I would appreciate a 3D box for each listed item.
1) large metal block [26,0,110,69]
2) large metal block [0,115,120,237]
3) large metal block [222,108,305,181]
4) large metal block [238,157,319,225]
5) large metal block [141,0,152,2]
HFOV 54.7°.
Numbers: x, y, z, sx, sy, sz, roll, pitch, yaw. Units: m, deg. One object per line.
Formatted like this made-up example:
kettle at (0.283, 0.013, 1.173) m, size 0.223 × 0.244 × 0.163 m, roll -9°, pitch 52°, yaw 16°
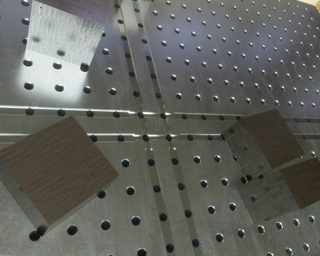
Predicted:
large metal block at (-0.116, -0.131, 0.391) m, size 0.081 × 0.080 × 0.050 m, roll 15°, pitch 56°, yaw -20°
large metal block at (-0.103, 0.046, 0.310) m, size 0.081 × 0.050 × 0.080 m, roll -34°, pitch 81°, yaw -38°
large metal block at (0.154, 0.023, 0.463) m, size 0.081 × 0.050 × 0.080 m, roll -14°, pitch 69°, yaw -34°
large metal block at (0.168, 0.084, 0.415) m, size 0.081 × 0.080 × 0.050 m, roll -10°, pitch 67°, yaw -33°
large metal block at (-0.030, -0.279, 0.528) m, size 0.050 × 0.080 × 0.080 m, roll 1°, pitch 62°, yaw -28°
